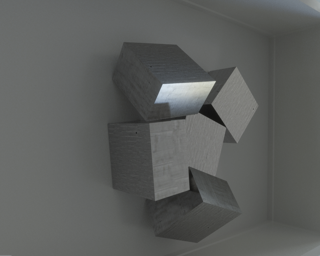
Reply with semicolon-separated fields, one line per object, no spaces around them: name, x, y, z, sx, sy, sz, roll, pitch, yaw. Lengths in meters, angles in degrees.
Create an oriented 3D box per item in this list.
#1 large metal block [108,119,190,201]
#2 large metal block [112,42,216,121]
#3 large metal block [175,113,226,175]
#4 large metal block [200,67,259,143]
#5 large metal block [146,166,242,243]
large metal block;-0.015;0.032;0.359;0.050;0.080;0.079;-7;95;-40
large metal block;0.003;-0.057;0.366;0.081;0.080;0.050;-10;138;-39
large metal block;0.039;0.024;0.424;0.080;0.050;0.080;24;75;-38
large metal block;0.096;-0.034;0.472;0.080;0.050;0.080;52;60;-28
large metal block;0.043;0.102;0.399;0.080;0.080;0.050;26;32;-39
